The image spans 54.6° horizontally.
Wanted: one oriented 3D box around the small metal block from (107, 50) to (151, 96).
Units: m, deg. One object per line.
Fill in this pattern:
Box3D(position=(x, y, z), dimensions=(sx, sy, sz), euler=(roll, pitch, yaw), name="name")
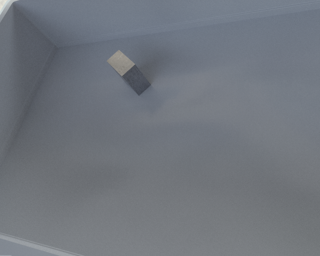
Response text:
Box3D(position=(-0.047, -0.083, 0.466), dimensions=(0.025, 0.050, 0.050), euler=(-43, 51, -1), name="small metal block")
